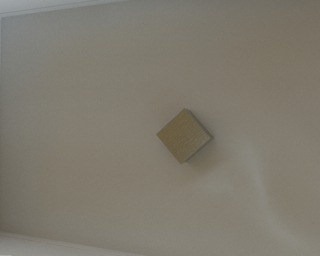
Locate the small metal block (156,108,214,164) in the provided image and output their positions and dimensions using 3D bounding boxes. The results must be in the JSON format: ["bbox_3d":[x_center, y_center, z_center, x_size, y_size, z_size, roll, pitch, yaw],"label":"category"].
[{"bbox_3d":[0.032,0.011,0.399,0.050,0.025,0.050,-43,77,15],"label":"small metal block"}]
